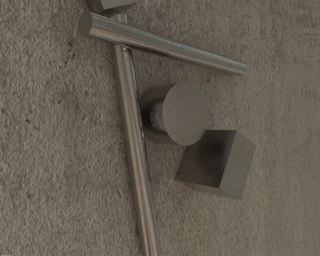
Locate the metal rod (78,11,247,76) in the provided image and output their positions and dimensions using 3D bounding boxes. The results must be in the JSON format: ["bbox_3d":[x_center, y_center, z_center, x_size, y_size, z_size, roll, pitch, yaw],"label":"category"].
[{"bbox_3d":[0.031,-0.100,0.411,0.302,0.025,0.025,1,90,-47],"label":"metal rod"}]

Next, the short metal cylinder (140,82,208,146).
[{"bbox_3d":[0.017,-0.018,0.405,0.081,0.050,0.079,0,90,-40],"label":"short metal cylinder"}]

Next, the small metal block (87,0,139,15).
[{"bbox_3d":[-0.059,-0.160,0.353,0.050,0.025,0.050,-30,104,-36],"label":"small metal block"}]

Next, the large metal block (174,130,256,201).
[{"bbox_3d":[0.078,0.049,0.437,0.050,0.080,0.080,34,69,-36],"label":"large metal block"}]

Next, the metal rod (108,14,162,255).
[{"bbox_3d":[-0.031,0.017,0.380,0.025,0.025,0.298,-13,99,-40],"label":"metal rod"}]
